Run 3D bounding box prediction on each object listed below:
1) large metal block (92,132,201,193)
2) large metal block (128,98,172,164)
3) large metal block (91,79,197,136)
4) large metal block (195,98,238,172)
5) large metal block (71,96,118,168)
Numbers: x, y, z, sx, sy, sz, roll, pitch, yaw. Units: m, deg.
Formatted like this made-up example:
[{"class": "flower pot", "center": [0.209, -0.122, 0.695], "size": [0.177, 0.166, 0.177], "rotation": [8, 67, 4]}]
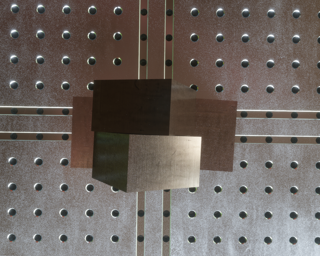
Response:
[{"class": "large metal block", "center": [-0.016, 0.031, 0.319], "size": [0.081, 0.080, 0.050], "rotation": [3, 90, -34]}, {"class": "large metal block", "center": [-0.006, 0.005, 0.399], "size": [0.081, 0.050, 0.079], "rotation": [3, 90, -1]}, {"class": "large metal block", "center": [-0.013, -0.019, 0.322], "size": [0.080, 0.080, 0.050], "rotation": [3, 90, 22]}, {"class": "large metal block", "center": [0.059, 0.008, 0.386], "size": [0.050, 0.080, 0.079], "rotation": [4, 90, 0]}, {"class": "large metal block", "center": [-0.073, 0.005, 0.385], "size": [0.050, 0.080, 0.079], "rotation": [2, 90, 0]}]
